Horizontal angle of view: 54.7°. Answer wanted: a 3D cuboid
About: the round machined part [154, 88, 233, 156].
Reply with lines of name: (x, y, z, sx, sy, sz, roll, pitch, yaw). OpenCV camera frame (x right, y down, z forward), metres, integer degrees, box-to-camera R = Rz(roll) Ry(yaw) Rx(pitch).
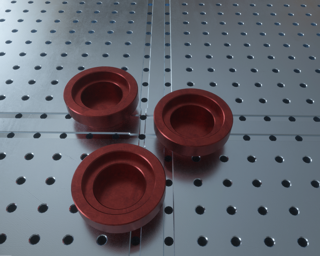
round machined part: (0.041, -0.003, 0.400, 0.099, 0.042, 0.098, 0, 50, 0)

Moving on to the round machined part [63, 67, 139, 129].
round machined part: (-0.079, -0.038, 0.427, 0.099, 0.042, 0.098, 0, 50, 0)

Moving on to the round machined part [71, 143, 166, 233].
round machined part: (-0.043, 0.068, 0.339, 0.099, 0.042, 0.098, 0, 50, 0)
